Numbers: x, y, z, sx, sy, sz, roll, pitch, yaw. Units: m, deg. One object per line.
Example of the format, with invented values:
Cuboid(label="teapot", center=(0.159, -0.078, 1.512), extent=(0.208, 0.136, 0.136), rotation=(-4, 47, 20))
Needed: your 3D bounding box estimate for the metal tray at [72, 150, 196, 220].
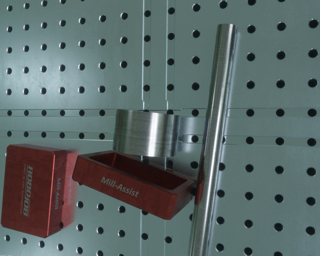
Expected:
Cuboid(label="metal tray", center=(-0.030, 0.065, 0.388), extent=(0.130, 0.090, 0.030), rotation=(18, 96, 19))

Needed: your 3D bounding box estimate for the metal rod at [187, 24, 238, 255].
Cuboid(label="metal rod", center=(0.065, 0.023, 0.389), extent=(0.025, 0.025, 0.298), rotation=(8, 93, 20))

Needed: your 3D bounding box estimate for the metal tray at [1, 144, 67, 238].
Cuboid(label="metal tray", center=(-0.195, 0.094, 0.479), extent=(0.090, 0.030, 0.129), rotation=(6, 92, 19))

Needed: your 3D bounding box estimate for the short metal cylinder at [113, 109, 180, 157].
Cuboid(label="short metal cylinder", center=(-0.017, 0.005, 0.389), extent=(0.080, 0.080, 0.050), rotation=(7, 93, 20))
